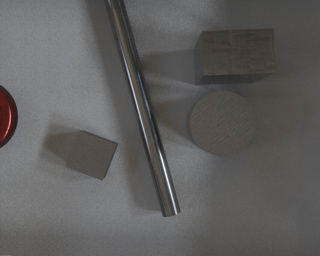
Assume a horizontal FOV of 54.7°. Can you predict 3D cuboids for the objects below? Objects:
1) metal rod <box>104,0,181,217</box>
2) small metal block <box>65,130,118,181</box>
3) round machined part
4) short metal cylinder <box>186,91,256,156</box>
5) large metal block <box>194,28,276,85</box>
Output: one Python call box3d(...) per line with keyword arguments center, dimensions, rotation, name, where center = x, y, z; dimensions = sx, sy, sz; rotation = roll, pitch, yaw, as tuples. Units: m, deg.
box3d(center=(-0.024, -0.030, 0.411), dimensions=(0.025, 0.025, 0.298), rotation=(-15, 90, 0), name="metal rod")
box3d(center=(-0.089, 0.036, 0.410), dimensions=(0.050, 0.025, 0.050), rotation=(21, 90, -1), name="small metal block")
box3d(center=(-0.232, -0.015, 0.400), dimensions=(0.099, 0.042, 0.097), rotation=(0, 90, -1), name="round machined part")
box3d(center=(0.076, -0.006, 0.400), dimensions=(0.081, 0.050, 0.079), rotation=(0, 90, -1), name="short metal cylinder")
box3d(center=(0.088, -0.085, 0.385), dimensions=(0.081, 0.080, 0.050), rotation=(-2, 90, -1), name="large metal block")
